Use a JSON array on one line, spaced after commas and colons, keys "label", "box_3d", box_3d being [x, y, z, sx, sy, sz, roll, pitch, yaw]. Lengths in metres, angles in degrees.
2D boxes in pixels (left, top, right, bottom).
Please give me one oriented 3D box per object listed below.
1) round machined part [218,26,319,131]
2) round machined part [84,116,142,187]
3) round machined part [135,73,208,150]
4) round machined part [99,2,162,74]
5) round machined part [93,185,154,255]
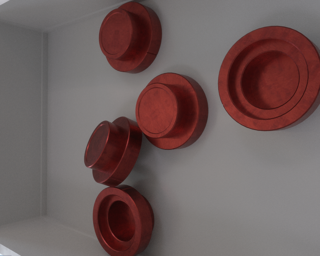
[{"label": "round machined part", "box_3d": [0.111, -0.046, 0.304, 0.098, 0.042, 0.097, 0, 90, 40]}, {"label": "round machined part", "box_3d": [-0.070, 0.028, 0.427, 0.098, 0.042, 0.098, -38, 39, 39]}, {"label": "round machined part", "box_3d": [0.007, -0.021, 0.390, 0.098, 0.042, 0.097, 0, 90, 40]}, {"label": "round machined part", "box_3d": [-0.048, -0.128, 0.436, 0.098, 0.042, 0.097, 0, 90, 40]}, {"label": "round machined part", "box_3d": [-0.047, 0.128, 0.434, 0.098, 0.042, 0.097, 1, 91, 40]}]
